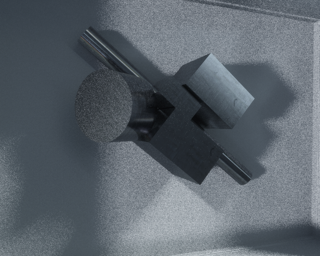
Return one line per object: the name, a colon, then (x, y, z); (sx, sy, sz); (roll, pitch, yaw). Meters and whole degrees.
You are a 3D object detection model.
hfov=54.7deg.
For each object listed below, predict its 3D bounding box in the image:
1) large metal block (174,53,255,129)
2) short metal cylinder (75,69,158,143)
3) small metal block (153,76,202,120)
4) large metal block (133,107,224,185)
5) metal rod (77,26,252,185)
large metal block: (0.059, -0.044, 0.404); (0.080, 0.080, 0.050); (42, 77, -16)
short metal cylinder: (-0.050, -0.024, 0.356); (0.050, 0.080, 0.079); (1, 90, -60)
small metal block: (0.016, -0.034, 0.378); (0.050, 0.050, 0.025); (43, 77, -16)
large metal block: (0.018, 0.021, 0.388); (0.080, 0.080, 0.050); (41, 77, -16)
metal rod: (0.017, -0.020, 0.417); (0.300, 0.025, 0.025); (41, 77, -16)
